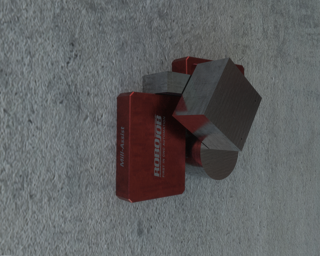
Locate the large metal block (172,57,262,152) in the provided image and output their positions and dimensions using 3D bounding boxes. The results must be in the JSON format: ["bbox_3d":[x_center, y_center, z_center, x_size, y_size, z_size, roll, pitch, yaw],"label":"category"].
[{"bbox_3d":[0.073,-0.027,0.384,0.080,0.050,0.080,40,66,-33],"label":"large metal block"}]

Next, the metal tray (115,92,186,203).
[{"bbox_3d":[-0.010,0.023,0.396,0.091,0.030,0.129,1,90,-40],"label":"metal tray"}]

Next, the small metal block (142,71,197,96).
[{"bbox_3d":[0.012,-0.055,0.400,0.050,0.050,0.025,1,90,-40],"label":"small metal block"}]

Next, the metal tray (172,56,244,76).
[{"bbox_3d":[0.077,-0.054,0.466,0.131,0.030,0.089,-2,92,-40],"label":"metal tray"}]

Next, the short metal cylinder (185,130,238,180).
[{"bbox_3d":[0.068,0.032,0.446,0.081,0.050,0.080,0,91,-39],"label":"short metal cylinder"}]
